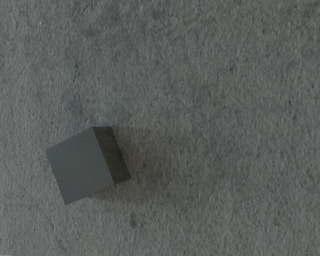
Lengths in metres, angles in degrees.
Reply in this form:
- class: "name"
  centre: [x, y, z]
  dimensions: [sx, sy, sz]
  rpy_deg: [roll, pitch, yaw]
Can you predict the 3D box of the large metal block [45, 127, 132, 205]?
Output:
- class: "large metal block"
  centre: [-0.098, 0.051, 0.429]
  dimensions: [0.080, 0.050, 0.080]
  rpy_deg: [-25, 82, 18]
